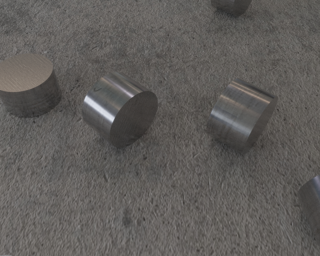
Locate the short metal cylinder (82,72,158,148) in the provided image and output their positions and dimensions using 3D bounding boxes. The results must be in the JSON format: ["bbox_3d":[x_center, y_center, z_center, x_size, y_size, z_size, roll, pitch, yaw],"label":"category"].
[{"bbox_3d":[-0.049,-0.022,0.386,0.050,0.080,0.080,35,58,26],"label":"short metal cylinder"}]

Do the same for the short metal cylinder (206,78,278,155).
[{"bbox_3d":[0.101,-0.014,0.380,0.050,0.080,0.080,32,57,24],"label":"short metal cylinder"}]

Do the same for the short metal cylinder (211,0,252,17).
[{"bbox_3d":[0.140,-0.259,0.586,0.050,0.080,0.080,34,58,25],"label":"short metal cylinder"}]

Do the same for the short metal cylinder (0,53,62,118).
[{"bbox_3d":[-0.186,-0.060,0.436,0.080,0.050,0.080,0,50,0],"label":"short metal cylinder"}]

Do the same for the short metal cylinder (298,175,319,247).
[{"bbox_3d":[0.185,0.079,0.302,0.081,0.080,0.050,-4,50,-3],"label":"short metal cylinder"}]
